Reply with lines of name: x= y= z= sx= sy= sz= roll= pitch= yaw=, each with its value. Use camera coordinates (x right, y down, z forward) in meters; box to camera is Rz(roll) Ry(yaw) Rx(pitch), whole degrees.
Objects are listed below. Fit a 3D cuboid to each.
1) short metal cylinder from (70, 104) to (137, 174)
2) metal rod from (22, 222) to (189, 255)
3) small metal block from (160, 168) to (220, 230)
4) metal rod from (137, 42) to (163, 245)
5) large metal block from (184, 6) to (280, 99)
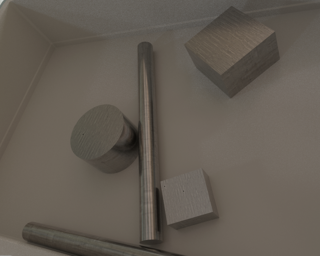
short metal cylinder: x=-0.071 y=0.015 z=0.416 sx=0.080 sy=0.050 sz=0.080 roll=-13 pitch=56 yaw=20
metal rod: x=-0.042 y=0.135 z=0.332 sx=0.300 sy=0.025 sz=0.025 roll=-1 pitch=61 yaw=31
small metal block: x=0.032 y=0.078 z=0.340 sx=0.050 sy=0.025 sz=0.050 roll=-21 pitch=54 yaw=15
metal rod: x=-0.017 y=-0.003 z=0.414 sx=0.025 sy=0.025 sz=0.299 roll=-16 pitch=55 yaw=19
large metal block: x=0.092 y=-0.099 z=0.401 sx=0.080 sy=0.050 sz=0.080 roll=-39 pitch=51 yaw=1
